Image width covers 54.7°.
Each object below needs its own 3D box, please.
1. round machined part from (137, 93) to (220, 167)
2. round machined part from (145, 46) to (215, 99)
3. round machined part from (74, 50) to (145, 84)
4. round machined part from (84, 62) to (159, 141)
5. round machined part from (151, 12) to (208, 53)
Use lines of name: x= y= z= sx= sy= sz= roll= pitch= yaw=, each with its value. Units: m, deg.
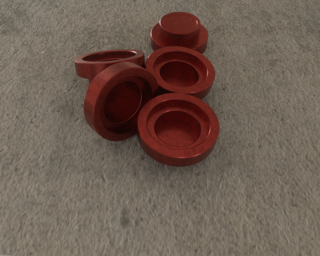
round machined part: x=0.021 y=0.006 z=0.384 sx=0.099 sy=0.042 sz=0.098 roll=2 pitch=53 yaw=-3
round machined part: x=0.026 y=-0.071 z=0.447 sx=0.099 sy=0.042 sz=0.098 roll=4 pitch=52 yaw=-5
round machined part: x=-0.070 y=-0.083 z=0.445 sx=0.099 sy=0.042 sz=0.098 roll=-3 pitch=24 yaw=2
round machined part: x=-0.052 y=-0.036 z=0.387 sx=0.099 sy=0.097 sz=0.042 roll=-35 pitch=48 yaw=-26
round machined part: x=0.033 y=-0.162 z=0.529 sx=0.099 sy=0.042 sz=0.098 roll=0 pitch=50 yaw=0
